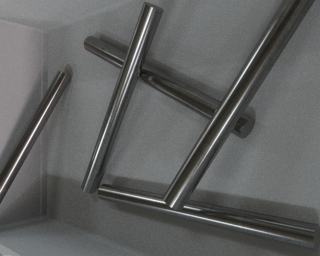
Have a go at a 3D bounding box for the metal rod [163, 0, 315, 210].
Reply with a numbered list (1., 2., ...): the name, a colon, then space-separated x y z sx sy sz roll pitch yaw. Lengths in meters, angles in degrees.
1. metal rod: 0.086 -0.044 0.309 0.025 0.025 0.298 38 105 33

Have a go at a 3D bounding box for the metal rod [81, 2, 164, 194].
1. metal rod: -0.061 -0.023 0.433 0.025 0.025 0.298 43 123 31

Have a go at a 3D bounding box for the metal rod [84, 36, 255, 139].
1. metal rod: -0.009 -0.068 0.414 0.300 0.025 0.025 34 111 35

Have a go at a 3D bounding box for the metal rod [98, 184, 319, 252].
1. metal rod: 0.030 0.100 0.382 0.300 0.025 0.025 1 91 40

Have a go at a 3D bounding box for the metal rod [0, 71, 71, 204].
1. metal rod: -0.235 0.038 0.526 0.025 0.025 0.299 19 79 38
